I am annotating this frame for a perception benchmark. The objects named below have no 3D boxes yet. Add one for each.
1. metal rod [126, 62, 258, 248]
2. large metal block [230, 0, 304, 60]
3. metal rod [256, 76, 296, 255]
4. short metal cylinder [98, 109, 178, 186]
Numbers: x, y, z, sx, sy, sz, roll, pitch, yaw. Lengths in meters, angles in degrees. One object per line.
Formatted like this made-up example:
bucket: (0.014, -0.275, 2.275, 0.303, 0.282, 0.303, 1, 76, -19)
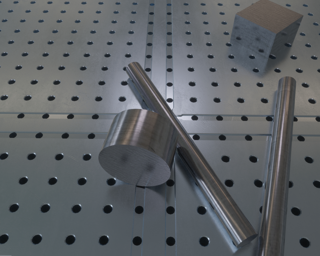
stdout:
metal rod: (0.023, 0.010, 0.398, 0.025, 0.025, 0.300, -20, 53, -16)
large metal block: (0.184, -0.175, 0.540, 0.080, 0.050, 0.080, -35, 59, -26)
metal rod: (0.144, 0.041, 0.373, 0.025, 0.025, 0.300, 14, 51, 12)
short metal cylinder: (-0.023, 0.024, 0.352, 0.080, 0.080, 0.050, 9, 51, 7)
